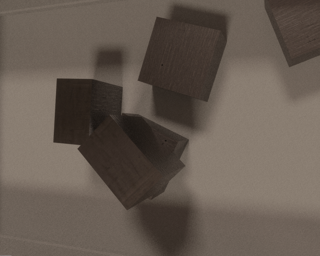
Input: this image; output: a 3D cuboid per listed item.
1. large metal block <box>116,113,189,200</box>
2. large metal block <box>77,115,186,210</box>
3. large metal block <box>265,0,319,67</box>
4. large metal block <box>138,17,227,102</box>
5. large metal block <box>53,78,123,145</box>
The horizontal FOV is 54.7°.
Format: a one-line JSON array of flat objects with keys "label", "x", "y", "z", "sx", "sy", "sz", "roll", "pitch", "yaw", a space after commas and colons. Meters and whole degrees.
[{"label": "large metal block", "x": -0.021, "y": 0.034, "z": 0.404, "sx": 0.080, "sy": 0.050, "sz": 0.080, "roll": 27, "pitch": 99, "yaw": 17}, {"label": "large metal block", "x": -0.027, "y": 0.033, "z": 0.337, "sx": 0.050, "sy": 0.080, "sz": 0.080, "roll": -45, "pitch": 77, "yaw": 14}, {"label": "large metal block", "x": 0.168, "y": -0.123, "z": 0.338, "sx": 0.080, "sy": 0.050, "sz": 0.080, "roll": -21, "pitch": 83, "yaw": 18}, {"label": "large metal block", "x": 0.029, "y": -0.084, "z": 0.386, "sx": 0.080, "sy": 0.050, "sz": 0.080, "roll": 19, "pitch": 96, "yaw": 18}, {"label": "large metal block", "x": -0.093, "y": -0.020, "z": 0.413, "sx": 0.050, "sy": 0.080, "sz": 0.079, "roll": 4, "pitch": 91, "yaw": 20}]
